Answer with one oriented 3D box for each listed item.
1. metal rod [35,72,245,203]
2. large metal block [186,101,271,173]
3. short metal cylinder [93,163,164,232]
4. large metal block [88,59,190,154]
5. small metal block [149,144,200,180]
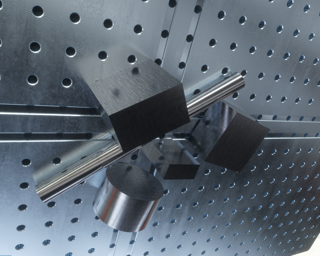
[{"bbox_3d":[-0.018,0.007,0.406,0.301,0.025,0.025,-30,129,-9],"label":"metal rod"},{"bbox_3d":[0.100,0.012,0.456,0.080,0.050,0.080,21,107,-36],"label":"large metal block"},{"bbox_3d":[-0.042,0.090,0.409,0.081,0.080,0.050,12,112,-34],"label":"short metal cylinder"},{"bbox_3d":[-0.025,-0.028,0.347,0.080,0.080,0.050,-25,128,-13],"label":"large metal block"},{"bbox_3d":[0.020,0.048,0.437,0.050,0.050,0.025,5,116,-31],"label":"small metal block"}]
